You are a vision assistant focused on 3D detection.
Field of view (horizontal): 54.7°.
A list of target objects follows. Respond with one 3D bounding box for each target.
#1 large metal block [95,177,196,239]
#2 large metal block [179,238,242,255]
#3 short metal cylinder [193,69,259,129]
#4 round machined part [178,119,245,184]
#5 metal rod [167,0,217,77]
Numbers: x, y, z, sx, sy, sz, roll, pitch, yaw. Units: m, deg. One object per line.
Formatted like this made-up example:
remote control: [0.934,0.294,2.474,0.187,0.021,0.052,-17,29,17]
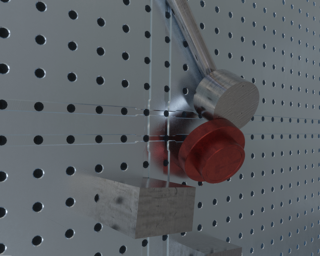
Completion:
large metal block: [-0.017,0.088,0.359,0.081,0.080,0.050,9,85,-40]
large metal block: [0.073,0.213,0.455,0.081,0.050,0.080,10,84,-40]
short metal cylinder: [0.097,-0.040,0.453,0.081,0.050,0.079,-16,125,-23]
round machined part: [0.079,0.039,0.434,0.099,0.042,0.097,-15,129,-19]
metal rod: [0.021,-0.180,0.426,0.025,0.025,0.299,-44,117,-31]
